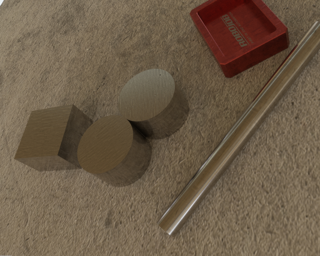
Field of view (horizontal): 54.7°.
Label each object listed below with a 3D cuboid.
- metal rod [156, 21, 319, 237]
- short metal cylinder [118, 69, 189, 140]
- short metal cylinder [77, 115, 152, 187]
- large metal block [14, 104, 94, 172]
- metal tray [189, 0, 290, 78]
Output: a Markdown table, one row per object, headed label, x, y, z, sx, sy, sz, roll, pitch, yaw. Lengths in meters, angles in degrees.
| label | x | y | z | sx | sy | sz | roll | pitch | yaw |
| --- | --- | --- | --- | --- | --- | --- | --- | --- | --- |
| metal rod | 0.101 | -0.005 | 0.354 | 0.025 | 0.025 | 0.300 | 34 | 80 | 38 |
| short metal cylinder | -0.008 | -0.031 | 0.411 | 0.080 | 0.050 | 0.080 | -13 | 56 | 21 |
| short metal cylinder | -0.058 | 0.030 | 0.400 | 0.080 | 0.050 | 0.080 | -13 | 56 | 21 |
| large metal block | -0.155 | 0.016 | 0.459 | 0.080 | 0.050 | 0.080 | -6 | 59 | 25 |
| metal tray | 0.105 | -0.140 | 0.430 | 0.090 | 0.030 | 0.130 | -27 | 52 | 10 |
